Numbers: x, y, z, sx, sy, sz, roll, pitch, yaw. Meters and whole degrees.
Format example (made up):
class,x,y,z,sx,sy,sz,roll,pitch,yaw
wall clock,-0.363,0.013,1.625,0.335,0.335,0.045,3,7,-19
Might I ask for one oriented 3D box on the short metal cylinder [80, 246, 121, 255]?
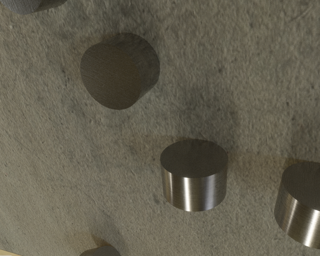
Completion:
class,x,y,z,sx,sy,sz,roll,pitch,yaw
short metal cylinder,-0.118,0.274,0.601,0.050,0.080,0.080,-28,104,37

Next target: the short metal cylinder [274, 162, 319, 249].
class,x,y,z,sx,sy,sz,roll,pitch,yaw
short metal cylinder,0.169,0.081,0.332,0.080,0.080,0.050,12,123,21

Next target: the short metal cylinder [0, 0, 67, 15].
class,x,y,z,sx,sy,sz,roll,pitch,yaw
short metal cylinder,-0.150,-0.177,0.358,0.080,0.050,0.079,13,124,20

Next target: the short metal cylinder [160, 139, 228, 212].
class,x,y,z,sx,sy,sz,roll,pitch,yaw
short metal cylinder,0.042,0.056,0.383,0.080,0.080,0.050,9,122,23

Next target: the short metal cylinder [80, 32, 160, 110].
class,x,y,z,sx,sy,sz,roll,pitch,yaw
short metal cylinder,-0.047,-0.068,0.372,0.080,0.050,0.079,13,124,20
